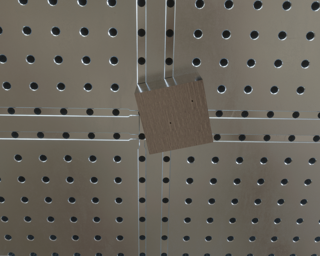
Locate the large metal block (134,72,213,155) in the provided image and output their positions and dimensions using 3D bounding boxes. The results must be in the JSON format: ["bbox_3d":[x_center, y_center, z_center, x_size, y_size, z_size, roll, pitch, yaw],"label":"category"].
[{"bbox_3d":[0.018,-0.020,0.393,0.080,0.050,0.079,-11,110,3],"label":"large metal block"}]
